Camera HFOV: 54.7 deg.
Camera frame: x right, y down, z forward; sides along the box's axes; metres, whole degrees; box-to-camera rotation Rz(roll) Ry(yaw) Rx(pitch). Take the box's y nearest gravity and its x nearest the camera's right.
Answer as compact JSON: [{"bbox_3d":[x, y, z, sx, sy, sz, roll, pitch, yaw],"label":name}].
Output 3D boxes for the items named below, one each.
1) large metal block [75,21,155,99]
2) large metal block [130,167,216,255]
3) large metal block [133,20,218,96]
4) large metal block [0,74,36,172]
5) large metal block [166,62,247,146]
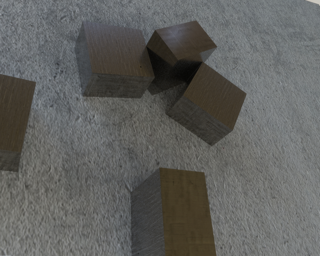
[{"bbox_3d":[-0.062,-0.087,0.408,0.081,0.050,0.080,-1,62,-29],"label":"large metal block"},{"bbox_3d":[0.008,0.094,0.315,0.050,0.080,0.080,10,58,-23],"label":"large metal block"},{"bbox_3d":[0.020,-0.099,0.440,0.081,0.080,0.050,-27,77,-37],"label":"large metal block"},{"bbox_3d":[-0.172,-0.008,0.300,0.081,0.050,0.080,11,57,-22],"label":"large metal block"},{"bbox_3d":[0.068,-0.035,0.445,0.080,0.050,0.080,35,51,-5],"label":"large metal block"}]
